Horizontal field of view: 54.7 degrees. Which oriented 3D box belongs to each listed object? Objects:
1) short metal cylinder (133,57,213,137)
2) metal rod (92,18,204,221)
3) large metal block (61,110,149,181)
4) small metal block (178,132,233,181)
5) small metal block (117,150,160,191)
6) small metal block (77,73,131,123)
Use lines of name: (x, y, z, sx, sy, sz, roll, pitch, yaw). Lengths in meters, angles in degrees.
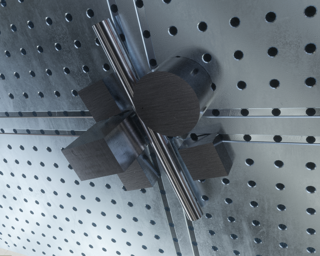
short metal cylinder: (0.016, -0.037, 0.362, 0.080, 0.050, 0.079, 13, 124, 20)
metal rod: (-0.008, 0.002, 0.415, 0.025, 0.025, 0.299, -13, 112, 33)
large metal block: (-0.070, 0.023, 0.423, 0.080, 0.080, 0.050, -16, 110, 34)
small metal block: (0.059, 0.038, 0.402, 0.050, 0.025, 0.050, -15, 111, 34)
small metal block: (-0.037, 0.065, 0.469, 0.050, 0.025, 0.050, -17, 110, 34)
small metal block: (-0.077, -0.041, 0.425, 0.050, 0.025, 0.050, -19, 109, 35)
